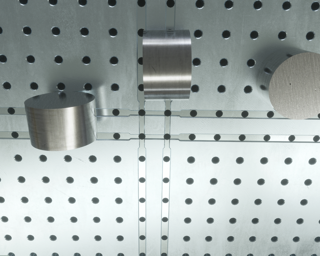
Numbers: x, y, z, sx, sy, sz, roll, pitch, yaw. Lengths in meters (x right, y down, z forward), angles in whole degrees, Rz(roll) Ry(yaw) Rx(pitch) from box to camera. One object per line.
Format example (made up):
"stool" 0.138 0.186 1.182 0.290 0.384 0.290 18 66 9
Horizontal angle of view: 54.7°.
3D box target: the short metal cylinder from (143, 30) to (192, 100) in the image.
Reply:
"short metal cylinder" 0.007 -0.072 0.358 0.050 0.080 0.079 -1 110 0

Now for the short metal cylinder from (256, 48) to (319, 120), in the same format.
"short metal cylinder" 0.166 -0.056 0.382 0.081 0.050 0.079 0 110 -1

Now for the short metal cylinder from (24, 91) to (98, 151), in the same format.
"short metal cylinder" -0.119 -0.011 0.378 0.081 0.080 0.050 0 110 0
